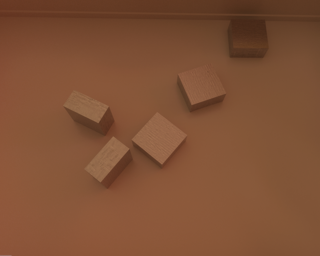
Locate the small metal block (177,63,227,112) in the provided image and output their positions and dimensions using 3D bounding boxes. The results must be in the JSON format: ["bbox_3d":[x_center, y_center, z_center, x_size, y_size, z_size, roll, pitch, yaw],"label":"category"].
[{"bbox_3d":[0.057,-0.056,0.431,0.050,0.025,0.050,-19,71,-7],"label":"small metal block"}]

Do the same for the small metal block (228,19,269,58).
[{"bbox_3d":[0.130,-0.133,0.460,0.050,0.025,0.050,1,70,0],"label":"small metal block"}]

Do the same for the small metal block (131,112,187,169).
[{"bbox_3d":[-0.001,0.016,0.404,0.050,0.025,0.050,38,74,12],"label":"small metal block"}]

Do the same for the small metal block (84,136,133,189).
[{"bbox_3d":[-0.061,0.044,0.380,0.025,0.050,0.050,37,74,12],"label":"small metal block"}]

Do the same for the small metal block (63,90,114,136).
[{"bbox_3d":[-0.091,-0.018,0.402,0.050,0.050,0.025,25,72,8],"label":"small metal block"}]
